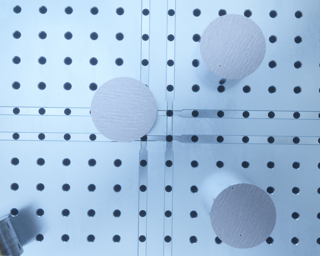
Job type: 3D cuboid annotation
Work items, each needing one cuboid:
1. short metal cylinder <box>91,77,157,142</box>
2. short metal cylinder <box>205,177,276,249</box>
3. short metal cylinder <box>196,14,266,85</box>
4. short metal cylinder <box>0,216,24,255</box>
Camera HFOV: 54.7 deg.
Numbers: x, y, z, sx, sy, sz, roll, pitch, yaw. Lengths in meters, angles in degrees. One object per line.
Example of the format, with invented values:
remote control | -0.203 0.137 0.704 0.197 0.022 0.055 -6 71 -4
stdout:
short metal cylinder | -0.044 -0.022 0.400 0.081 0.050 0.079 0 90 0
short metal cylinder | 0.102 0.107 0.402 0.081 0.050 0.079 0 90 0
short metal cylinder | 0.089 -0.099 0.401 0.081 0.050 0.079 0 90 0
short metal cylinder | -0.220 0.150 0.384 0.080 0.080 0.050 -23 90 0
